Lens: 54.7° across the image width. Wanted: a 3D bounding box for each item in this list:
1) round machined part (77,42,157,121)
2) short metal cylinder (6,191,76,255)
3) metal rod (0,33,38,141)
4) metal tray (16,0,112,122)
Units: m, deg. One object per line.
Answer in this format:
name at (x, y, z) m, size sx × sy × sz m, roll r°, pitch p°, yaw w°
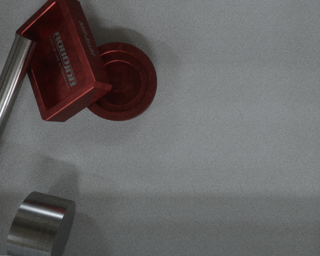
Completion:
round machined part at (-0.053, -0.058, 0.402) m, size 0.099 × 0.042 × 0.097 m, roll 0°, pitch 90°, yaw -1°
short metal cylinder at (-0.143, 0.124, 0.382) m, size 0.050 × 0.080 × 0.080 m, roll 15°, pitch 90°, yaw 0°
metal rod at (-0.219, 0.028, 0.386) m, size 0.025 × 0.025 × 0.298 m, roll 25°, pitch 99°, yaw -1°
metal tray at (-0.119, -0.083, 0.374) m, size 0.090 × 0.030 × 0.130 m, roll -29°, pitch 75°, yaw 25°
